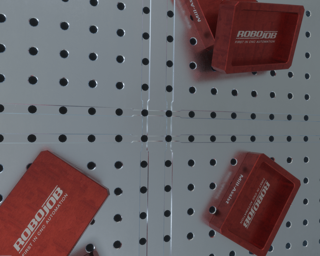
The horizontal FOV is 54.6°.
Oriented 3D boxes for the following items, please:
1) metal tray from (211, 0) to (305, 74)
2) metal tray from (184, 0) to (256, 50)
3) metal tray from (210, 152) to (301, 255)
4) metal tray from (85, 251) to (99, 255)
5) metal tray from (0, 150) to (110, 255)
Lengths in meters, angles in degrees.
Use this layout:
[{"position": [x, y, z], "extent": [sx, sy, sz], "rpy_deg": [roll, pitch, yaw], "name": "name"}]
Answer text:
[{"position": [0.137, -0.126, 0.431], "extent": [0.131, 0.030, 0.089], "rpy_deg": [-10, 117, -28], "name": "metal tray"}, {"position": [0.083, -0.189, 0.440], "extent": [0.091, 0.030, 0.130], "rpy_deg": [-29, 100, -18], "name": "metal tray"}, {"position": [0.144, 0.113, 0.462], "extent": [0.090, 0.030, 0.130], "rpy_deg": [35, 79, -17], "name": "metal tray"}, {"position": [-0.089, 0.232, 0.377], "extent": [0.091, 0.030, 0.130], "rpy_deg": [-27, 99, -18], "name": "metal tray"}, {"position": [-0.129, 0.102, 0.348], "extent": [0.090, 0.030, 0.130], "rpy_deg": [33, 79, 1], "name": "metal tray"}]
